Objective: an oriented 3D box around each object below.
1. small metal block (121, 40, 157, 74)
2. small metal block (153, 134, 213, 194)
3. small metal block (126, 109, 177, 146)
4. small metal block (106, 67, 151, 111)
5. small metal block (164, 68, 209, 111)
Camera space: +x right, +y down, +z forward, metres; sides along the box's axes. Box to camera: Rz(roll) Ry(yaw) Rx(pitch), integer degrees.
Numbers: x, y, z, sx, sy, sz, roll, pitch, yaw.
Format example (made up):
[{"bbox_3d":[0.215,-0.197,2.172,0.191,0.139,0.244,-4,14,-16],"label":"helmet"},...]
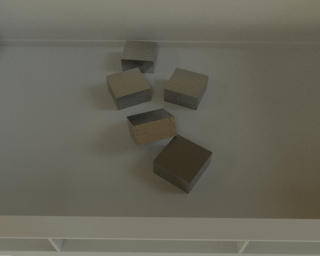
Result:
[{"bbox_3d":[-0.033,-0.116,0.502,0.050,0.025,0.050,5,50,4],"label":"small metal block"},{"bbox_3d":[0.027,0.042,0.370,0.050,0.025,0.050,28,55,21],"label":"small metal block"},{"bbox_3d":[-0.011,-0.003,0.392,0.050,0.025,0.050,-14,18,-12],"label":"small metal block"},{"bbox_3d":[-0.046,-0.058,0.453,0.050,0.025,0.050,-18,52,-15],"label":"small metal block"},{"bbox_3d":[0.039,-0.058,0.454,0.050,0.025,0.050,18,52,14],"label":"small metal block"}]
